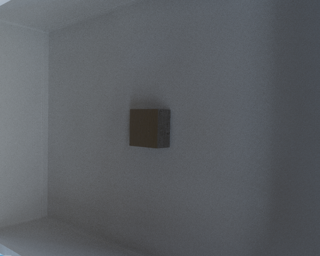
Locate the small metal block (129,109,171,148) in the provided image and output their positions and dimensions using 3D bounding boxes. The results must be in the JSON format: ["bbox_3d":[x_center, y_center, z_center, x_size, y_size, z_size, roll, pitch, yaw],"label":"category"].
[{"bbox_3d":[-0.014,0.000,0.415,0.050,0.025,0.050,2,92,40],"label":"small metal block"}]
